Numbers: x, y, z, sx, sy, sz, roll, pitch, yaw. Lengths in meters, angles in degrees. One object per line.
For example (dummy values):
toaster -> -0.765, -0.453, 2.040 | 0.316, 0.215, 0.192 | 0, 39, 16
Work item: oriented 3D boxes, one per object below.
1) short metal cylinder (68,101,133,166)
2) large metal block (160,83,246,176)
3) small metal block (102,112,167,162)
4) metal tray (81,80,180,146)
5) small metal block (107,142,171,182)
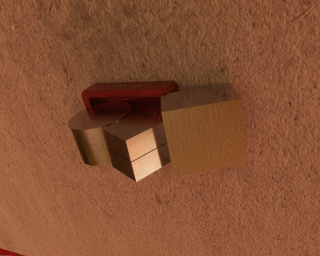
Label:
short metal cylinder -> -0.070, 0.005, 0.396 | 0.080, 0.080, 0.050 | 1, 119, 27
large metal block -> 0.048, 0.001, 0.349 | 0.080, 0.050, 0.079 | -10, 117, 3
small metal block -> -0.028, 0.008, 0.344 | 0.050, 0.050, 0.025 | 21, 130, 49
metal tray -> -0.034, -0.014, 0.414 | 0.130, 0.030, 0.089 | 2, 120, 27
small metal block -> -0.023, 0.031, 0.355 | 0.050, 0.050, 0.025 | 21, 130, 49
